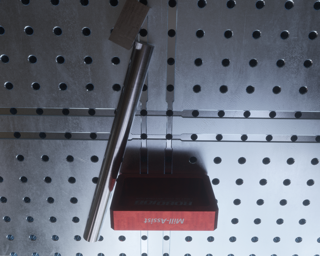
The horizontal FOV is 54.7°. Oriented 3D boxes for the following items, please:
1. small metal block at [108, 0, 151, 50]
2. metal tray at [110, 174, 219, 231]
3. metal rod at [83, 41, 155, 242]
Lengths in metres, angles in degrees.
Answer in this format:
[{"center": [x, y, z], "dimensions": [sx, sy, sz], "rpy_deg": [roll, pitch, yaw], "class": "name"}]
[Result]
[{"center": [-0.033, -0.120, 0.355], "dimensions": [0.025, 0.050, 0.050], "rpy_deg": [27, 108, -9], "class": "small metal block"}, {"center": [0.005, 0.096, 0.413], "dimensions": [0.131, 0.090, 0.030], "rpy_deg": [1, 110, -1], "class": "metal tray"}, {"center": [-0.062, 0.032, 0.424], "dimensions": [0.025, 0.025, 0.298], "rpy_deg": [16, 109, -6], "class": "metal rod"}]
